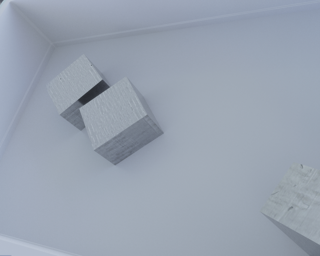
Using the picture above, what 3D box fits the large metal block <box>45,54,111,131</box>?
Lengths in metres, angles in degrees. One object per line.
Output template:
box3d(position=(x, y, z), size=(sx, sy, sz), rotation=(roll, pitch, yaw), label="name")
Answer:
box3d(position=(-0.122, -0.057, 0.486), size=(0.080, 0.050, 0.080), rotation=(-39, 51, 1), label="large metal block")

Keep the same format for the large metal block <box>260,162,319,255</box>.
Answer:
box3d(position=(0.139, 0.077, 0.232), size=(0.050, 0.080, 0.080), rotation=(-52, 23, -8), label="large metal block")

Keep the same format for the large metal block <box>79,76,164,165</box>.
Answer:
box3d(position=(-0.054, -0.010, 0.422), size=(0.080, 0.050, 0.080), rotation=(-34, 52, 6), label="large metal block")
